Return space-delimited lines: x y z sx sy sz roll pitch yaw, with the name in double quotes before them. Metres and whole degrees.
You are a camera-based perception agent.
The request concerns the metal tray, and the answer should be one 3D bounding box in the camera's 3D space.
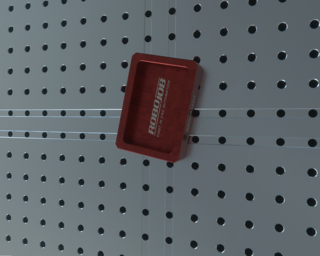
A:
"metal tray" -0.002 -0.028 0.410 0.090 0.030 0.129 13 94 19
